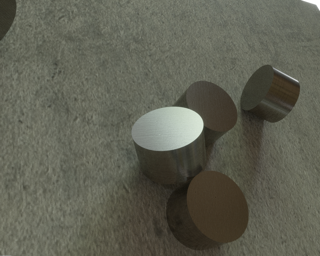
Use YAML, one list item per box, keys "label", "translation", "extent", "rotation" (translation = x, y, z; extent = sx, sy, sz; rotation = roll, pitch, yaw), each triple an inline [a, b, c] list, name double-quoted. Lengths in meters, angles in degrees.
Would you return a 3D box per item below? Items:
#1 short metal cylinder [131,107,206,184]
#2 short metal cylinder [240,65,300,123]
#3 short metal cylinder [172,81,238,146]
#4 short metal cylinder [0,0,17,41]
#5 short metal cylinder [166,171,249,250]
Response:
- label: "short metal cylinder"
  translation: [0.012, 0.018, 0.359]
  extent: [0.080, 0.050, 0.080]
  rotation: [-7, 37, 5]
- label: "short metal cylinder"
  translation: [0.175, -0.055, 0.499]
  extent: [0.050, 0.080, 0.080]
  rotation: [24, 53, -14]
- label: "short metal cylinder"
  translation: [0.060, -0.019, 0.434]
  extent: [0.081, 0.050, 0.080]
  rotation: [14, 56, -21]
- label: "short metal cylinder"
  translation: [-0.205, -0.127, 0.336]
  extent: [0.050, 0.080, 0.080]
  rotation: [36, 51, -5]
- label: "short metal cylinder"
  translation: [0.054, 0.096, 0.360]
  extent: [0.081, 0.050, 0.080]
  rotation: [14, 56, -21]
